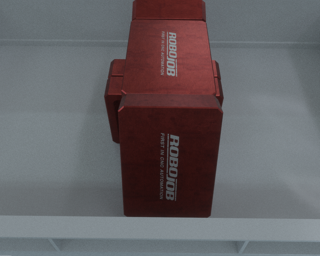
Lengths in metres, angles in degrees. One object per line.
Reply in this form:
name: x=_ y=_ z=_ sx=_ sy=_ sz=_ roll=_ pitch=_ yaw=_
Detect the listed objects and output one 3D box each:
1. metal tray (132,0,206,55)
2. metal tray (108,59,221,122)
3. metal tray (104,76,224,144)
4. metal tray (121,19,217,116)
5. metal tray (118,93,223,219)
metal tray: x=0.011 y=-0.124 z=0.438 sx=0.091 sy=0.130 sz=0.030 roll=1 pitch=71 yaw=0
metal tray: x=0.005 y=-0.043 z=0.397 sx=0.131 sy=0.090 sz=0.030 roll=1 pitch=50 yaw=0
metal tray: x=0.005 y=-0.019 z=0.378 sx=0.131 sy=0.090 sz=0.030 roll=1 pitch=50 yaw=0
metal tray: x=0.009 y=-0.072 z=0.343 sx=0.091 sy=0.030 sz=0.130 roll=1 pitch=50 yaw=0
metal tray: x=0.009 y=0.032 z=0.306 sx=0.091 sy=0.129 sz=0.030 roll=1 pitch=28 yaw=0
